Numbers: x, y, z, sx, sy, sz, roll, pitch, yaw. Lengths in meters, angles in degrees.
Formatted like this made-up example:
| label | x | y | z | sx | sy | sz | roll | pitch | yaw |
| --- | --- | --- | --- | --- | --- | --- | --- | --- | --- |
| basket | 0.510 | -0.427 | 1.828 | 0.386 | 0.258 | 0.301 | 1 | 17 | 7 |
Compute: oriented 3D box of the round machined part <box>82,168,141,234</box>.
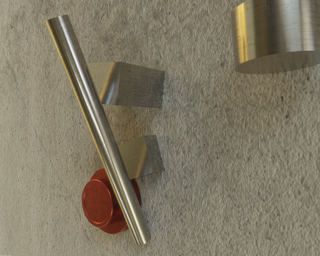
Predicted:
| label | x | y | z | sx | sy | sz | roll | pitch | yaw |
| --- | --- | --- | --- | --- | --- | --- | --- | --- | --- |
| round machined part | -0.077 | 0.107 | 0.455 | 0.098 | 0.042 | 0.097 | 0 | 90 | 39 |

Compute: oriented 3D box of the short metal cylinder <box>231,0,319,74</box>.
| label | x | y | z | sx | sy | sz | roll | pitch | yaw |
| --- | --- | --- | --- | --- | --- | --- | --- | --- | --- |
| short metal cylinder | 0.107 | -0.082 | 0.280 | 0.080 | 0.081 | 0.050 | -6 | 86 | 39 |

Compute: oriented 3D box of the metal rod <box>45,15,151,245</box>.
| label | x | y | z | sx | sy | sz | roll | pitch | yaw |
| --- | --- | --- | --- | --- | --- | --- | --- | --- | --- |
| metal rod | -0.068 | 0.017 | 0.380 | 0.025 | 0.025 | 0.298 | -3 | 113 | 40 |

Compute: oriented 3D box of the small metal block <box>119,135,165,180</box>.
| label | x | y | z | sx | sy | sz | roll | pitch | yaw |
| --- | --- | --- | --- | --- | --- | --- | --- | --- | --- |
| small metal block | -0.026 | 0.041 | 0.424 | 0.050 | 0.025 | 0.050 | -23 | 76 | 37 |

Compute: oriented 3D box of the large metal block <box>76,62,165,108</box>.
| label | x | y | z | sx | sy | sz | roll | pitch | yaw |
| --- | --- | --- | --- | --- | --- | --- | --- | --- | --- |
| large metal block | -0.052 | -0.055 | 0.410 | 0.080 | 0.081 | 0.050 | 8 | 95 | 39 |
